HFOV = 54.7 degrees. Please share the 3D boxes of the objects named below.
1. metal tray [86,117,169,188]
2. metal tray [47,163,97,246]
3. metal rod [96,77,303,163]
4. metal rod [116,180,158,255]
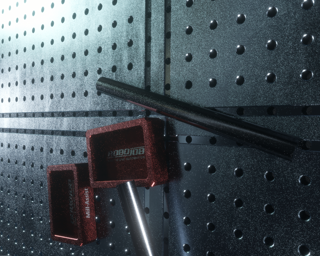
[{"bbox_3d":[-0.052,0.039,0.446,0.130,0.030,0.089,-11,83,39],"label":"metal tray"},{"bbox_3d":[-0.152,0.126,0.528,0.090,0.030,0.129,-9,85,39],"label":"metal tray"},{"bbox_3d":[0.022,-0.023,0.389,0.300,0.025,0.025,22,104,37],"label":"metal rod"},{"bbox_3d":[0.000,0.212,0.387,0.025,0.025,0.299,-23,82,37],"label":"metal rod"}]
